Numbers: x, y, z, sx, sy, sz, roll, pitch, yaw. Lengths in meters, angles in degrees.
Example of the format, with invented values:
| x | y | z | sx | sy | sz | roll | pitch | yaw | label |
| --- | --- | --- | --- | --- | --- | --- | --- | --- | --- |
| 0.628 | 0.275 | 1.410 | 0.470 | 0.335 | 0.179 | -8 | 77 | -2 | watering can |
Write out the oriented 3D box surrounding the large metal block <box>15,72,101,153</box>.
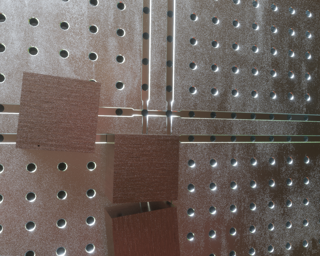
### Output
| x | y | z | sx | sy | sz | roll | pitch | yaw | label |
| --- | --- | --- | --- | --- | --- | --- | --- | --- | --- |
| -0.116 | -0.015 | 0.357 | 0.081 | 0.050 | 0.080 | 6 | 88 | -20 | large metal block |

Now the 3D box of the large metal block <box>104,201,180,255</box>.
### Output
| x | y | z | sx | sy | sz | roll | pitch | yaw | label |
| --- | --- | --- | --- | --- | --- | --- | --- | --- | --- |
| -0.023 | 0.139 | 0.391 | 0.081 | 0.050 | 0.080 | -5 | 92 | -20 | large metal block |

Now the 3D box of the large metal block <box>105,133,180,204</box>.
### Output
| x | y | z | sx | sy | sz | roll | pitch | yaw | label |
| --- | --- | --- | --- | --- | --- | --- | --- | --- | --- |
| -0.023 | 0.048 | 0.391 | 0.081 | 0.050 | 0.080 | 2 | 90 | -20 | large metal block |
